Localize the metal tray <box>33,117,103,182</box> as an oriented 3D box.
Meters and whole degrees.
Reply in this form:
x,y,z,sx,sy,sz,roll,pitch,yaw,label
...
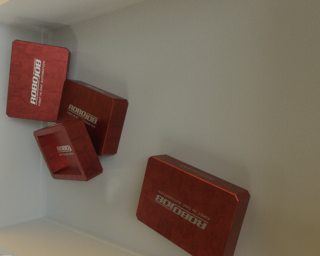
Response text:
x,y,z,sx,sy,sz,roll,pitch,yaw,label
-0.150,0.037,0.495,0.130,0.030,0.090,-9,105,49,metal tray

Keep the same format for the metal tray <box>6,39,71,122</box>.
x,y,z,sx,sy,sz,roll,pitch,yaw,label
-0.210,-0.079,0.538,0.030,0.091,0.129,-142,60,-76,metal tray

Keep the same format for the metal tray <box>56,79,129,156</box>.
x,y,z,sx,sy,sz,roll,pitch,yaw,label
-0.113,-0.020,0.497,0.130,0.030,0.089,24,105,37,metal tray

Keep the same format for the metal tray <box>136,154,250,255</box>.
x,y,z,sx,sy,sz,roll,pitch,yaw,label
0.034,0.095,0.376,0.130,0.030,0.089,21,103,38,metal tray
